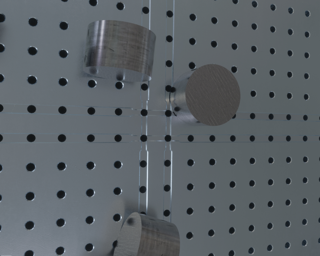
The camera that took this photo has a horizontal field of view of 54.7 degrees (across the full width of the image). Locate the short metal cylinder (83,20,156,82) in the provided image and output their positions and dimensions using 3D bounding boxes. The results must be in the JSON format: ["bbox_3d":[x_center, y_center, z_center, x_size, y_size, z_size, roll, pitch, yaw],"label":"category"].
[{"bbox_3d":[-0.047,-0.087,0.366,0.081,0.080,0.050,7,88,-20],"label":"short metal cylinder"}]

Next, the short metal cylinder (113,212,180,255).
[{"bbox_3d":[-0.018,0.149,0.377,0.050,0.080,0.080,23,83,-19],"label":"short metal cylinder"}]

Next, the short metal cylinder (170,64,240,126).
[{"bbox_3d":[0.061,-0.043,0.421,0.081,0.050,0.079,0,90,-20],"label":"short metal cylinder"}]
